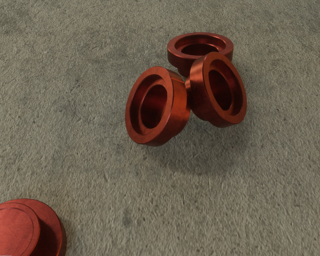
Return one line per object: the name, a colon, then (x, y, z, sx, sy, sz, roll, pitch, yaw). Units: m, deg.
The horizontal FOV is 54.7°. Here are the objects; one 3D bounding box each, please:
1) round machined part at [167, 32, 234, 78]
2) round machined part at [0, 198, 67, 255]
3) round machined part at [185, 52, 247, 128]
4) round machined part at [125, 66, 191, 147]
round machined part: (0.061, -0.108, 0.475, 0.099, 0.042, 0.098, -2, 38, 2)
round machined part: (-0.144, 0.112, 0.297, 0.099, 0.042, 0.098, 0, 50, 0)
round machined part: (0.070, -0.047, 0.409, 0.042, 0.098, 0.098, -20, 36, 41)
round machined part: (0.001, -0.024, 0.389, 0.042, 0.097, 0.098, 14, 40, -37)
